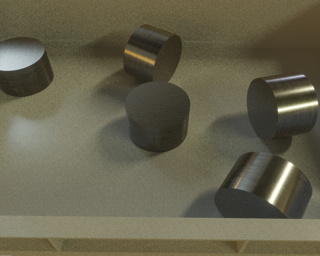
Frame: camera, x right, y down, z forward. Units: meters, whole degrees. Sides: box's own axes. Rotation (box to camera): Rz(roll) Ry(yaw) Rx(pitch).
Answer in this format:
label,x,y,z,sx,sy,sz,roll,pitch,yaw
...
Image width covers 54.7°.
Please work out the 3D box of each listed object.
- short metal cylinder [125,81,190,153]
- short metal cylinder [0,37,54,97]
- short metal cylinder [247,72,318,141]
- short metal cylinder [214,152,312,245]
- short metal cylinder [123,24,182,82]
label,x,y,z,sx,sy,sz,roll,pitch,yaw
short metal cylinder,-0.003,-0.015,0.401,0.080,0.050,0.080,0,50,0
short metal cylinder,-0.208,-0.092,0.465,0.080,0.050,0.080,0,50,0
short metal cylinder,0.152,-0.027,0.393,0.050,0.080,0.080,-10,51,-8
short metal cylinder,0.103,0.070,0.311,0.080,0.080,0.050,28,56,21
short metal cylinder,-0.010,-0.106,0.458,0.050,0.080,0.080,26,55,20
